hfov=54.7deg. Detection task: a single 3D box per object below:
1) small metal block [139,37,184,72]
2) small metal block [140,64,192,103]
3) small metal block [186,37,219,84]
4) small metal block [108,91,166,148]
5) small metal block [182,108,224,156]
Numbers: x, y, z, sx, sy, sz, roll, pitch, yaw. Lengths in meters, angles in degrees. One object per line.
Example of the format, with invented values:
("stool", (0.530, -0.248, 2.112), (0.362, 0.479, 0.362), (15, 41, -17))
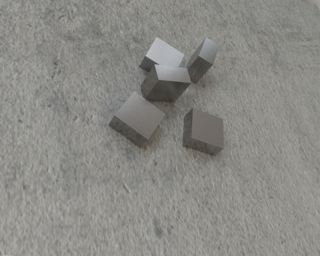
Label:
("small metal block", (0.003, -0.102, 0.470), (0.050, 0.025, 0.050), (31, 52, -9))
("small metal block", (0.007, -0.060, 0.430), (0.050, 0.050, 0.025), (1, 62, -28))
("small metal block", (0.065, -0.106, 0.489), (0.025, 0.050, 0.050), (30, 52, -10))
("small metal block", (-0.029, -0.011, 0.396), (0.050, 0.025, 0.050), (37, 51, -4))
("small metal block", (0.061, 0.006, 0.435), (0.050, 0.025, 0.050), (19, 54, -18))
